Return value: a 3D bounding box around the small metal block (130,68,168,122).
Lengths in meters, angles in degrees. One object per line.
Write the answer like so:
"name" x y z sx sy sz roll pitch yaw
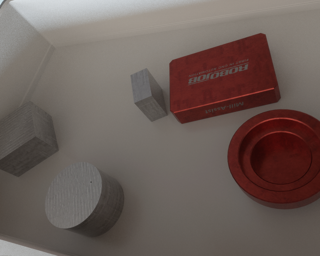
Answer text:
"small metal block" -0.015 -0.044 0.423 0.025 0.050 0.050 -22 54 15

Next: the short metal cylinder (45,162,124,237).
"short metal cylinder" -0.092 0.088 0.382 0.080 0.050 0.080 -13 56 20

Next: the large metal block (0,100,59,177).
"large metal block" -0.215 0.017 0.490 0.080 0.050 0.080 -33 52 6

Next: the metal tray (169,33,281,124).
"metal tray" 0.078 -0.063 0.399 0.130 0.030 0.090 -13 56 20

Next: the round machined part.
"round machined part" 0.122 0.033 0.310 0.098 0.042 0.098 -13 56 20
